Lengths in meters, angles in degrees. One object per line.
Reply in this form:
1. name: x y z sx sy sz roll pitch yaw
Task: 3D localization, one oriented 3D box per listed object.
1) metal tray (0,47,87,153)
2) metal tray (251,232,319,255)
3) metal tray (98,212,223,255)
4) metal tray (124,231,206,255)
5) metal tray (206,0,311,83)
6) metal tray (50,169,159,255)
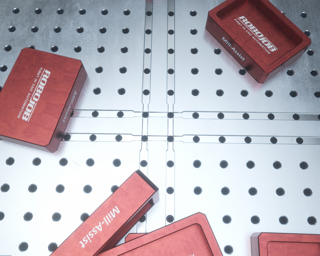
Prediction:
1. metal tray: -0.166 -0.040 0.423 0.090 0.030 0.130 14 71 5
2. metal tray: 0.153 0.185 0.342 0.090 0.030 0.130 2 70 1
3. metal tray: 0.002 0.153 0.320 0.131 0.030 0.090 -20 71 -7
4. metal tray: 0.007 0.183 0.342 0.090 0.030 0.130 -1 70 -1
5. metal tray: 0.143 -0.141 0.461 0.090 0.030 0.130 -35 74 -12
6. metal tray: -0.056 0.109 0.337 0.030 0.090 0.130 42 75 14
